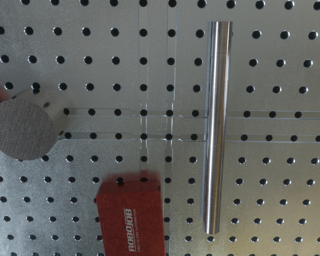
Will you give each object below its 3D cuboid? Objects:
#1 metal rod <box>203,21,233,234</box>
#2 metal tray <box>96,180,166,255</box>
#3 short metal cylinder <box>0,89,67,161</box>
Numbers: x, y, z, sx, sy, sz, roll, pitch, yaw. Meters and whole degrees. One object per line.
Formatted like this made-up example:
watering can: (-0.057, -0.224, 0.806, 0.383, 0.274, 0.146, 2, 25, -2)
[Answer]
metal rod: (0.076, 0.014, 0.418, 0.025, 0.025, 0.298, -1, 110, 0)
metal tray: (-0.040, 0.144, 0.463, 0.091, 0.030, 0.129, -4, 110, 1)
short metal cylinder: (-0.166, -0.005, 0.397, 0.081, 0.050, 0.079, 0, 110, 0)
